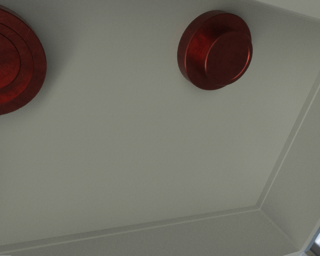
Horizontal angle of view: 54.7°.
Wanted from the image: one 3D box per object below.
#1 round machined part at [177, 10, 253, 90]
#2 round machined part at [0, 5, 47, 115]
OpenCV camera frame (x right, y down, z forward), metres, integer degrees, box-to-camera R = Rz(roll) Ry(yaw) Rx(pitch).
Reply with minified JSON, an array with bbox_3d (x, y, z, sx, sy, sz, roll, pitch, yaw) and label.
[{"bbox_3d":[0.075,-0.091,0.384,0.099,0.042,0.097,-14,125,-21],"label":"round machined part"},{"bbox_3d":[-0.155,-0.062,0.274,0.099,0.042,0.097,-14,125,-21],"label":"round machined part"}]
